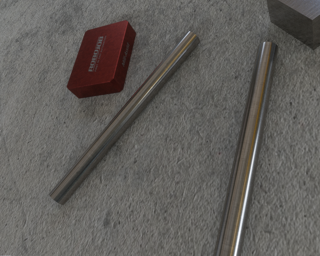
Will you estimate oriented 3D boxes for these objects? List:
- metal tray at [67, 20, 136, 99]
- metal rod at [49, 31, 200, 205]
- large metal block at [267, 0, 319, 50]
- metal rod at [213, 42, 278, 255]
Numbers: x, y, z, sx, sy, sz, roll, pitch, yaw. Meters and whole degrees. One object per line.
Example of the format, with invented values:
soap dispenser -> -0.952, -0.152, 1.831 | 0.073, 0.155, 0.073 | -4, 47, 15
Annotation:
metal tray -> -0.096, -0.116, 0.520 | 0.090, 0.030, 0.130 | -5, 59, 25
metal rod -> -0.045, -0.019, 0.437 | 0.025, 0.025, 0.300 | 33, 80, 38
large metal block -> 0.193, -0.157, 0.383 | 0.080, 0.050, 0.080 | -37, 51, 3
metal rod -> 0.094, 0.030, 0.335 | 0.025, 0.025, 0.300 | 4, 64, 30
